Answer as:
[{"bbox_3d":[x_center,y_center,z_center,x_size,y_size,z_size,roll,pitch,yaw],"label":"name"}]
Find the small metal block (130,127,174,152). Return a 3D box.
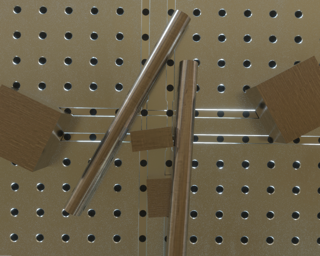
[{"bbox_3d":[-0.010,0.014,0.401,0.050,0.050,0.025,-7,90,0],"label":"small metal block"}]

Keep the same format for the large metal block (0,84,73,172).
[{"bbox_3d":[-0.173,0.000,0.399,0.080,0.050,0.080,26,90,0],"label":"large metal block"}]

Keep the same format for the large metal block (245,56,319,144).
[{"bbox_3d":[0.171,-0.035,0.402,0.080,0.050,0.080,-28,90,0],"label":"large metal block"}]

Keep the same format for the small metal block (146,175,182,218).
[{"bbox_3d":[0.009,0.090,0.413,0.050,0.025,0.050,-3,90,0],"label":"small metal block"}]

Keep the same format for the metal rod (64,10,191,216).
[{"bbox_3d":[-0.043,-0.020,0.412,0.025,0.025,0.299,29,90,0],"label":"metal rod"}]

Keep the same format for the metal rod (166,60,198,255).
[{"bbox_3d":[0.027,0.060,0.389,0.025,0.025,0.299,5,80,0],"label":"metal rod"}]
